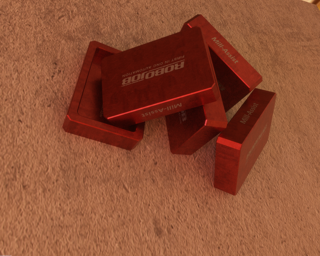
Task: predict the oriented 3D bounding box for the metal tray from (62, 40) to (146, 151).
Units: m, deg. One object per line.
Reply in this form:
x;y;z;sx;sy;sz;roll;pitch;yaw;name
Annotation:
-0.062;-0.044;0.397;0.091;0.030;0.130;18;54;-18;metal tray

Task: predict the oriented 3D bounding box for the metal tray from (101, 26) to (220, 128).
-0.004;-0.059;0.368;0.130;0.030;0.090;-15;62;13;metal tray

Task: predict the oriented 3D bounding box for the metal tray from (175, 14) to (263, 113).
0.076;-0.091;0.459;0.030;0.090;0.130;-41;85;-25;metal tray

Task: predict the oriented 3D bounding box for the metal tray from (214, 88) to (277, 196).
0.116;0.016;0.418;0.030;0.089;0.131;20;45;28;metal tray

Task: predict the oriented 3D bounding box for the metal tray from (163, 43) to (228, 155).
0.038;-0.040;0.411;0.030;0.090;0.130;6;60;-26;metal tray
